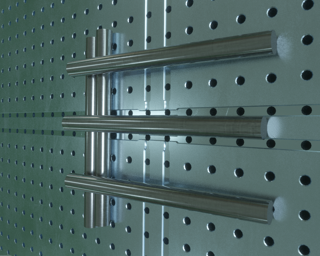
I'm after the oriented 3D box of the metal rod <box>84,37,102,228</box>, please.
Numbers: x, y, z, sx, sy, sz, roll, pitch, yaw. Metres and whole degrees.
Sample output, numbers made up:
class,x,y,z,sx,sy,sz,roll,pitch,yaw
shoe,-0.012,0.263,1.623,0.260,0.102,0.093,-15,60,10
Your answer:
class,x,y,z,sx,sy,sz,roll,pitch,yaw
metal rod,-0.107,0.007,0.494,0.025,0.025,0.298,1,91,39

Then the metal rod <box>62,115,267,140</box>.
class,x,y,z,sx,sy,sz,roll,pitch,yaw
metal rod,-0.018,-0.004,0.402,0.300,0.025,0.025,2,91,33

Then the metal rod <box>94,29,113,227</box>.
class,x,y,z,sx,sy,sz,roll,pitch,yaw
metal rod,-0.088,0.000,0.478,0.025,0.025,0.298,1,91,39

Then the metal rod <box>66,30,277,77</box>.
class,x,y,z,sx,sy,sz,roll,pitch,yaw
metal rod,-0.010,-0.089,0.396,0.300,0.025,0.025,1,91,33

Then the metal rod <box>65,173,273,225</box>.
class,x,y,z,sx,sy,sz,roll,pitch,yaw
metal rod,-0.013,0.084,0.399,0.300,0.025,0.025,1,91,33
